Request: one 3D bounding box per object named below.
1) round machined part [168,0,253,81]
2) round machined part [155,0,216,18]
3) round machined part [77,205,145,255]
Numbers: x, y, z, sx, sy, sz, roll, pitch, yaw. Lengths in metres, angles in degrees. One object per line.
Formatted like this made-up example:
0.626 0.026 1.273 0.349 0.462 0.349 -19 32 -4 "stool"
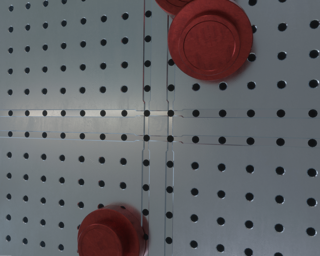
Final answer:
0.058 -0.100 0.360 0.098 0.042 0.097 4 121 8 "round machined part"
0.041 -0.183 0.389 0.098 0.042 0.097 0 90 20 "round machined part"
-0.074 0.161 0.430 0.098 0.042 0.097 0 90 20 "round machined part"
